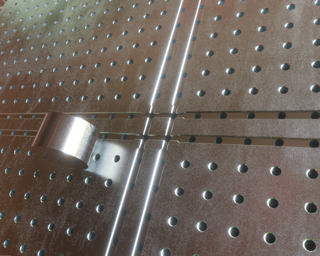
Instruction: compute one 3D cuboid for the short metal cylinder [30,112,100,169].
[{"bbox_3d":[-0.130,0.019,0.431,0.080,0.080,0.050,1,63,29],"label":"short metal cylinder"}]
